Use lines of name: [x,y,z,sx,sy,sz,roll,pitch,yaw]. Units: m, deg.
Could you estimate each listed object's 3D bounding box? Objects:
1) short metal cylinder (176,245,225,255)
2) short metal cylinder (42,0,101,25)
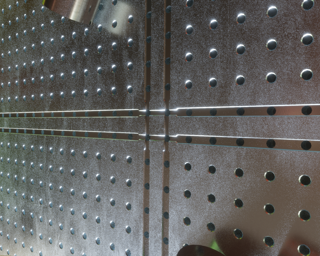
short metal cylinder: [0.047,0.174,0.334,0.080,0.081,0.050,31,110,35]
short metal cylinder: [-0.135,-0.202,0.482,0.080,0.081,0.050,40,115,32]
